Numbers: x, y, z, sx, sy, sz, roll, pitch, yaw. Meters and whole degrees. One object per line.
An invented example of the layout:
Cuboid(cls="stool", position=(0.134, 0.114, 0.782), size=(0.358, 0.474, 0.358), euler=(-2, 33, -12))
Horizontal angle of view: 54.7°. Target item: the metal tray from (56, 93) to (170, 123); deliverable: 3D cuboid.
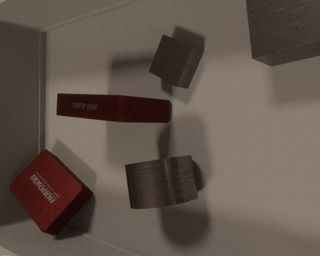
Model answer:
Cuboid(cls="metal tray", position=(-0.064, -0.027, 0.414), size=(0.130, 0.091, 0.030), euler=(6, 94, 39))

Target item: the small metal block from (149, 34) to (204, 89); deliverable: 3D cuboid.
Cuboid(cls="small metal block", position=(0.020, -0.083, 0.389), size=(0.050, 0.025, 0.050), euler=(35, 111, 34))

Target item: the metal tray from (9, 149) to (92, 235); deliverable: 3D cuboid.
Cuboid(cls="metal tray", position=(-0.187, 0.105, 0.525), size=(0.130, 0.030, 0.090), euler=(33, 76, 35))

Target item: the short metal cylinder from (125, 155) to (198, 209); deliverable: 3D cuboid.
Cuboid(cls="short metal cylinder", position=(0.002, 0.063, 0.368), size=(0.080, 0.081, 0.050), euler=(-14, 81, 39))

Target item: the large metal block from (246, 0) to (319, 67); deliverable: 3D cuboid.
Cuboid(cls="large metal block", position=(0.129, -0.108, 0.284), size=(0.080, 0.050, 0.080), euler=(-8, 85, 39))
